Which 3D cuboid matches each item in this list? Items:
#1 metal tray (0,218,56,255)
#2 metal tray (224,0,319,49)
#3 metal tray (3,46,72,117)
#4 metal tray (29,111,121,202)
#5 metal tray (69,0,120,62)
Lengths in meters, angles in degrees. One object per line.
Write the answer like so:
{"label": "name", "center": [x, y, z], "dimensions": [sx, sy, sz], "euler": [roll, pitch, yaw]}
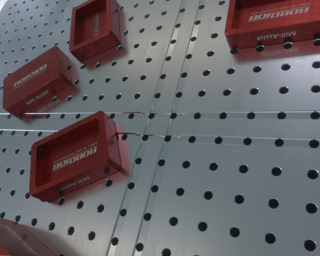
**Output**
{"label": "metal tray", "center": [-0.180, 0.146, 0.372], "dimensions": [0.130, 0.090, 0.030], "euler": [20, 72, 35]}
{"label": "metal tray", "center": [0.159, -0.158, 0.418], "dimensions": [0.130, 0.030, 0.090], "euler": [-1, 61, 27]}
{"label": "metal tray", "center": [-0.233, -0.088, 0.584], "dimensions": [0.130, 0.030, 0.090], "euler": [-29, 52, 10]}
{"label": "metal tray", "center": [-0.125, 0.040, 0.446], "dimensions": [0.130, 0.030, 0.090], "euler": [-24, 53, 13]}
{"label": "metal tray", "center": [-0.125, -0.196, 0.592], "dimensions": [0.090, 0.030, 0.130], "euler": [-19, 54, 17]}
